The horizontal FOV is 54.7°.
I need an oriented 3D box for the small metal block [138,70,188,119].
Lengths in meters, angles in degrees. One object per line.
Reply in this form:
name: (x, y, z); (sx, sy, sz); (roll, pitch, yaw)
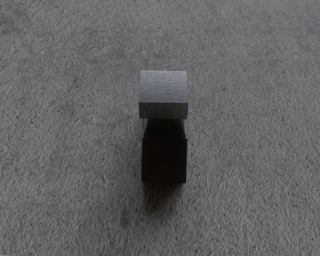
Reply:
small metal block: (0.004, -0.037, 0.338); (0.050, 0.025, 0.050); (1, 50, 0)

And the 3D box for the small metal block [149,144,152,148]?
small metal block: (0.006, 0.011, 0.396); (0.050, 0.025, 0.050); (2, 50, 1)

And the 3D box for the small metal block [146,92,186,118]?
small metal block: (0.009, -0.032, 0.416); (0.050, 0.025, 0.050); (2, 14, 1)

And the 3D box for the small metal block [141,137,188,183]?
small metal block: (0.005, 0.036, 0.358); (0.050, 0.025, 0.050); (2, 91, 1)

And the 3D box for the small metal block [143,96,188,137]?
small metal block: (0.006, -0.013, 0.366); (0.050, 0.050, 0.025); (2, 50, 1)
